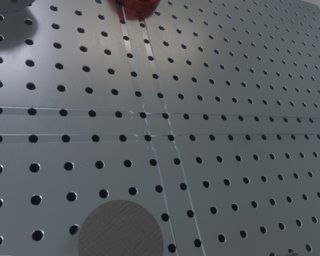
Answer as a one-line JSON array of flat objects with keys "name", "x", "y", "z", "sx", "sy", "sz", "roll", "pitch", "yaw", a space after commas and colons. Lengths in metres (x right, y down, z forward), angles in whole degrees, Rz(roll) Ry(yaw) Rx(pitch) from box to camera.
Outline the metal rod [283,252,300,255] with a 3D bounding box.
[{"name": "metal rod", "x": 0.046, "y": 0.189, "z": 0.317, "sx": 0.303, "sy": 0.025, "sz": 0.025, "roll": -8, "pitch": 66, "yaw": -32}]

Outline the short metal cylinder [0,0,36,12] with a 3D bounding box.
[{"name": "short metal cylinder", "x": -0.195, "y": -0.193, "z": 0.386, "sx": 0.081, "sy": 0.080, "sz": 0.050, "roll": -26, "pitch": 77, "yaw": -37}]

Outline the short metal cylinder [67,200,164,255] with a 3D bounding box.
[{"name": "short metal cylinder", "x": -0.044, "y": 0.115, "z": 0.298, "sx": 0.081, "sy": 0.050, "sz": 0.080, "roll": 14, "pitch": 56, "yaw": -21}]

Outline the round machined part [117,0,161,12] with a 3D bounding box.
[{"name": "round machined part", "x": -0.038, "y": -0.250, "z": 0.529, "sx": 0.099, "sy": 0.042, "sz": 0.098, "roll": 14, "pitch": 56, "yaw": -21}]
